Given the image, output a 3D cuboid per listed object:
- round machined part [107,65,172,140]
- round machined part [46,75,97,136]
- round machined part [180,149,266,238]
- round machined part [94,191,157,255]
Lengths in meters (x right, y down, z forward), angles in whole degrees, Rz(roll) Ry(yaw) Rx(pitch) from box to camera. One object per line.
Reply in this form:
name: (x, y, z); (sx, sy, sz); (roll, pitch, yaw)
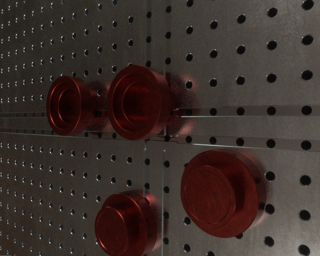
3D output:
round machined part: (-0.023, -0.033, 0.415); (0.098, 0.042, 0.097); (0, 90, 39)
round machined part: (-0.143, -0.036, 0.514); (0.098, 0.042, 0.097); (0, 90, 39)
round machined part: (0.062, 0.074, 0.346); (0.098, 0.042, 0.097); (0, 90, 39)
round machined part: (-0.056, 0.142, 0.442); (0.098, 0.042, 0.097); (0, 90, 39)
